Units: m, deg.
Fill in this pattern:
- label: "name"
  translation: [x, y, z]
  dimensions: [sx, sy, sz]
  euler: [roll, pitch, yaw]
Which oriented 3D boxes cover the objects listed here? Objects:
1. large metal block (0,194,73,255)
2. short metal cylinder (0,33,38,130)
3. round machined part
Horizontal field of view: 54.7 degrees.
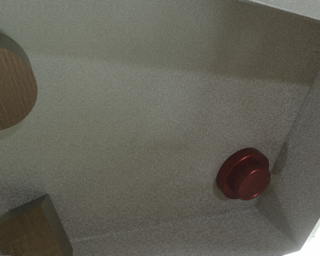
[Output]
- label: "large metal block"
  translation: [-0.141, 0.129, 0.356]
  dimensions: [0.050, 0.080, 0.080]
  euler: [-23, 93, -15]
- label: "short metal cylinder"
  translation: [-0.157, -0.043, 0.280]
  dimensions: [0.081, 0.050, 0.079]
  euler: [-14, 125, -21]
- label: "round machined part"
  translation: [0.151, 0.086, 0.536]
  dimensions: [0.099, 0.042, 0.097]
  euler: [-14, 125, -21]
